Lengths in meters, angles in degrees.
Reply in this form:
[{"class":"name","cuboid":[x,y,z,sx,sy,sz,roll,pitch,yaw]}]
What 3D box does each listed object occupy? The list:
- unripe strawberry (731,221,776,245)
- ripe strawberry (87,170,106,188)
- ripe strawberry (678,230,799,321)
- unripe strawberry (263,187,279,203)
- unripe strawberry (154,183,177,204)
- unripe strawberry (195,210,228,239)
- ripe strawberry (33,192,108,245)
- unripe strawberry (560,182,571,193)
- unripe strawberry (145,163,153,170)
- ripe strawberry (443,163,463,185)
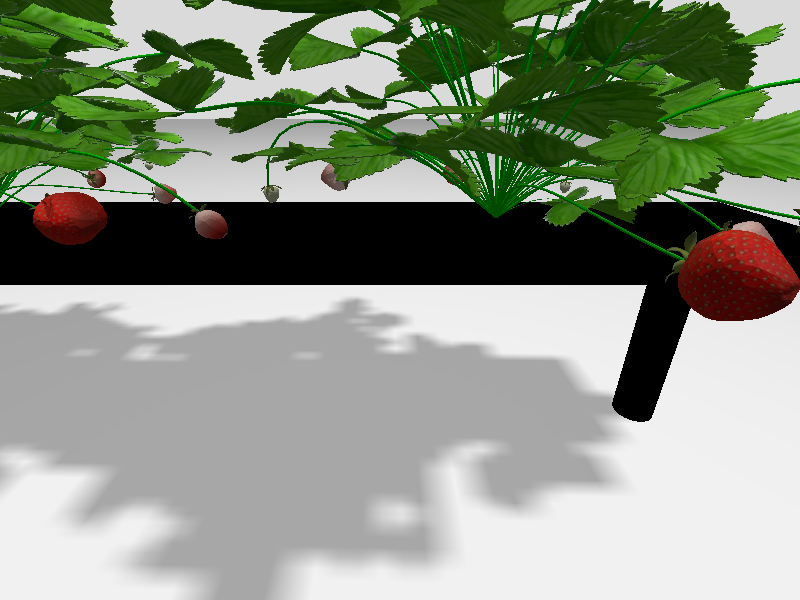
[{"class":"unripe strawberry","cuboid":[0.212,-0.033,0.243,0.028,0.027,0.026,36,41,28]},{"class":"ripe strawberry","cuboid":[-0.359,-0.144,0.475,0.018,0.021,0.020,1,13,2]},{"class":"ripe strawberry","cuboid":[0.153,-0.009,0.180,0.039,0.041,0.042,-9,28,-18]},{"class":"unripe strawberry","cuboid":[-0.124,-0.102,0.388,0.016,0.015,0.014,5,26,11]},{"class":"unripe strawberry","cuboid":[-0.237,-0.108,0.405,0.020,0.020,0.019,-11,28,-23]},{"class":"unripe strawberry","cuboid":[-0.137,-0.055,0.293,0.020,0.023,0.023,-46,6,29]},{"class":"ripe strawberry","cuboid":[-0.223,-0.055,0.274,0.037,0.036,0.040,14,29,25]},{"class":"unripe strawberry","cuboid":[0.186,-0.126,0.451,0.011,0.012,0.012,22,33,37]},{"class":"unripe strawberry","cuboid":[-0.339,-0.181,0.541,0.009,0.010,0.010,3,26,6]},{"class":"ripe strawberry","cuboid":[0.067,-0.156,0.492,0.030,0.027,0.027,-3,17,-6]}]
